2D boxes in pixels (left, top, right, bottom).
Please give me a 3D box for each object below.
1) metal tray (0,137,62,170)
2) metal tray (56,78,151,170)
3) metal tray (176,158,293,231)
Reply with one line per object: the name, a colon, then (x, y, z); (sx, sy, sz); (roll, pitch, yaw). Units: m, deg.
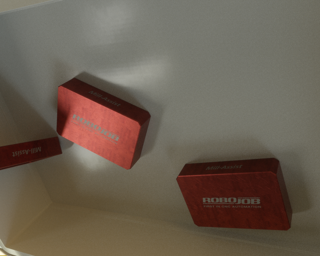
metal tray: (-0.235, 0.046, 0.487); (0.090, 0.131, 0.030); (-16, 88, 33)
metal tray: (-0.085, -0.006, 0.445); (0.130, 0.030, 0.089); (25, 127, 12)
metal tray: (0.097, 0.089, 0.409); (0.130, 0.030, 0.090); (-8, 115, 31)
